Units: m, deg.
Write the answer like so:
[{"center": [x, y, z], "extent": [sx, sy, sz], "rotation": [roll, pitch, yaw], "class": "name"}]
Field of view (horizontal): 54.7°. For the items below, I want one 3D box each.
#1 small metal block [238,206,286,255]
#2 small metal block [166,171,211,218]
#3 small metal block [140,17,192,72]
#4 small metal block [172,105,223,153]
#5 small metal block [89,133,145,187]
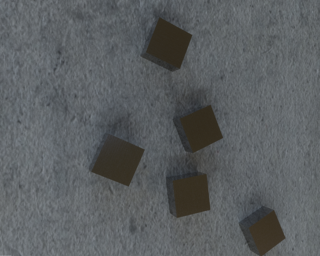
[{"center": [0.154, 0.155, 0.468], "extent": [0.050, 0.025, 0.050], "rotation": [-27, 99, -18], "class": "small metal block"}, {"center": [0.038, 0.090, 0.425], "extent": [0.050, 0.025, 0.050], "rotation": [-7, 93, -20], "class": "small metal block"}, {"center": [0.008, -0.110, 0.413], "extent": [0.050, 0.025, 0.050], "rotation": [22, 82, -19], "class": "small metal block"}, {"center": [0.053, 0.001, 0.430], "extent": [0.050, 0.025, 0.050], "rotation": [-25, 99, -19], "class": "small metal block"}, {"center": [-0.055, 0.039, 0.390], "extent": [0.050, 0.025, 0.050], "rotation": [26, 81, -19], "class": "small metal block"}]
